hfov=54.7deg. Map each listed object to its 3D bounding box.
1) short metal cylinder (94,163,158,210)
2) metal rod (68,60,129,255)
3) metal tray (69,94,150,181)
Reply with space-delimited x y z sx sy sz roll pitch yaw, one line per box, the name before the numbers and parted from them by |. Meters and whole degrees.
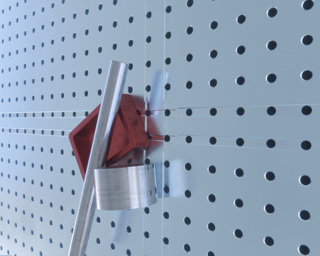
short metal cylinder | -0.045 0.075 0.408 0.080 0.081 0.050 -8 85 39
metal rod | -0.090 0.053 0.441 0.025 0.025 0.298 24 105 37
metal tray | -0.082 0.017 0.470 0.130 0.030 0.090 -37 68 33
